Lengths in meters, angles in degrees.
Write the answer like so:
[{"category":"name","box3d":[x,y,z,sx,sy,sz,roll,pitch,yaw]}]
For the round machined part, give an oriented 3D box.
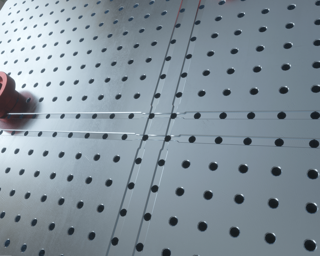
[{"category":"round machined part","box3d":[-0.318,-0.059,0.603,0.098,0.042,0.098,-13,56,21]}]
